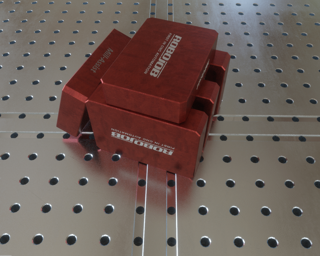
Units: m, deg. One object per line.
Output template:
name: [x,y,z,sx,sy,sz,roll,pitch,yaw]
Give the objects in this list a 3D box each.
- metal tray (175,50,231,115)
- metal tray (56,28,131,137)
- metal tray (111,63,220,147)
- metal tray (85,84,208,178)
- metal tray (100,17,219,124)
metal tray: [0.023,-0.072,0.425,0.130,0.090,0.030,16,53,13]
metal tray: [-0.086,-0.061,0.413,0.030,0.090,0.130,30,53,-4]
metal tray: [0.001,-0.029,0.388,0.130,0.090,0.030,16,51,12]
metal tray: [-0.015,0.005,0.361,0.130,0.090,0.030,17,52,13]
metal tray: [0.005,-0.070,0.346,0.090,0.030,0.130,16,52,13]
